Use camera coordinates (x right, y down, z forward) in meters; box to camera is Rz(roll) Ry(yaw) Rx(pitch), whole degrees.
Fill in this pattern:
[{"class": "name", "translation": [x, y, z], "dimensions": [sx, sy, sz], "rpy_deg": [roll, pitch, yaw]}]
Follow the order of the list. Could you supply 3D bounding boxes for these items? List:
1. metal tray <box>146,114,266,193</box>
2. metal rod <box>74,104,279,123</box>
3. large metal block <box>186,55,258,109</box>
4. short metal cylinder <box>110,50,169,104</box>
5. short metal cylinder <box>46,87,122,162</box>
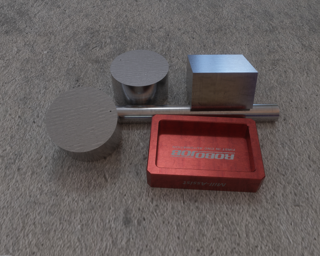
[{"class": "metal tray", "translation": [0.053, 0.028, 0.377], "dimensions": [0.131, 0.030, 0.090], "rpy_deg": [3, 50, 2]}, {"class": "metal rod", "translation": [0.008, -0.019, 0.422], "dimensions": [0.302, 0.025, 0.025], "rpy_deg": [-1, 50, -1]}, {"class": "large metal block", "translation": [0.080, -0.066, 0.428], "dimensions": [0.081, 0.050, 0.080], "rpy_deg": [0, 29, -1]}, {"class": "short metal cylinder", "translation": [-0.028, -0.068, 0.446], "dimensions": [0.081, 0.050, 0.080], "rpy_deg": [0, 49, 0]}, {"class": "short metal cylinder", "translation": [-0.089, -0.003, 0.374], "dimensions": [0.081, 0.050, 0.080], "rpy_deg": [0, 71, -1]}]
